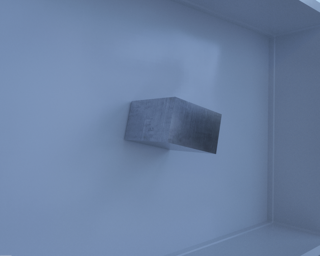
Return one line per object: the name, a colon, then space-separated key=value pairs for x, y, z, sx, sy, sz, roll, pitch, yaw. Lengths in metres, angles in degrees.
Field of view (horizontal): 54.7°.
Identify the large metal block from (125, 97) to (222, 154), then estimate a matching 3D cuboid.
large metal block: x=0.016 y=-0.001 z=0.383 sx=0.081 sy=0.080 sz=0.050 roll=16 pitch=80 yaw=-39
